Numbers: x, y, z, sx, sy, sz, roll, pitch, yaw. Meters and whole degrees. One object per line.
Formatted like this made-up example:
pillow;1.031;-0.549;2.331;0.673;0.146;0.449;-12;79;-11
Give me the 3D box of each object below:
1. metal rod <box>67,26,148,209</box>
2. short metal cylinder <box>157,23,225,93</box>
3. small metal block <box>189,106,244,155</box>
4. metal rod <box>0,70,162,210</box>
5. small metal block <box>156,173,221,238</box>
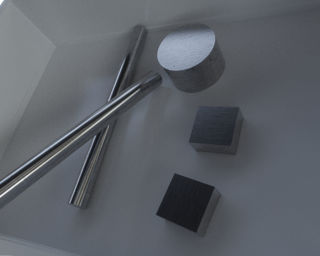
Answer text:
metal rod;-0.070;-0.031;0.459;0.025;0.025;0.300;2;62;28
short metal cylinder;0.043;-0.095;0.424;0.080;0.050;0.080;-13;56;20
small metal block;0.068;0.002;0.368;0.050;0.025;0.050;4;64;29
metal rod;-0.100;0.011;0.373;0.025;0.025;0.302;21;48;35
small metal block;0.031;0.083;0.337;0.050;0.025;0.050;14;69;33
